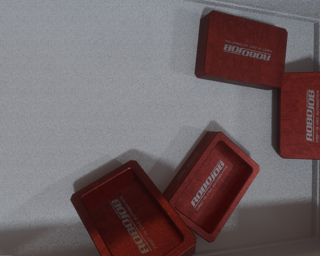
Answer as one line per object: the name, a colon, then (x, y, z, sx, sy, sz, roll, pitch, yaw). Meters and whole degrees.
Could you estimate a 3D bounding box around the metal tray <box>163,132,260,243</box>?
metal tray: (0.071, 0.080, 0.435, 0.090, 0.030, 0.130, 41, 77, -16)

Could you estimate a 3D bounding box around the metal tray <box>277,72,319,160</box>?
metal tray: (0.228, -0.018, 0.470, 0.090, 0.030, 0.129, 1, 90, 14)

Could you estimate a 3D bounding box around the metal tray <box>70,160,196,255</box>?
metal tray: (-0.032, 0.107, 0.351, 0.091, 0.130, 0.030, -30, 144, -18)

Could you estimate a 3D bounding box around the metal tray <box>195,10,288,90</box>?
metal tray: (0.120, -0.109, 0.451, 0.131, 0.030, 0.089, 7, 88, -18)
